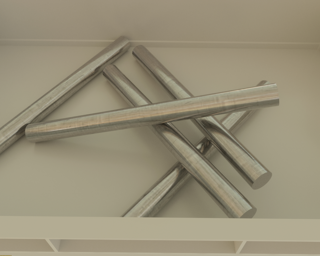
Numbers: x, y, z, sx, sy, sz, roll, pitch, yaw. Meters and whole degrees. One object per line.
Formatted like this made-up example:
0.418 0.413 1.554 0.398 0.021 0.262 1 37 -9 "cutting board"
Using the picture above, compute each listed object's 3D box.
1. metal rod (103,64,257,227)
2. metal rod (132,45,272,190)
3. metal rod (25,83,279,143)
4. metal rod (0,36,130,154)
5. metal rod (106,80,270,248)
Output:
0.002 -0.002 0.382 0.025 0.025 0.300 -25 47 -20 "metal rod"
0.035 -0.036 0.411 0.025 0.025 0.300 -22 46 -17 "metal rod"
-0.020 -0.014 0.365 0.301 0.025 0.025 -8 49 13 "metal rod"
-0.144 -0.049 0.444 0.025 0.025 0.301 27 55 21 "metal rod"
0.056 0.026 0.383 0.025 0.025 0.302 35 58 25 "metal rod"
